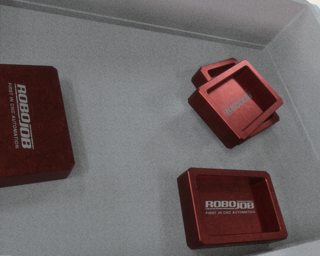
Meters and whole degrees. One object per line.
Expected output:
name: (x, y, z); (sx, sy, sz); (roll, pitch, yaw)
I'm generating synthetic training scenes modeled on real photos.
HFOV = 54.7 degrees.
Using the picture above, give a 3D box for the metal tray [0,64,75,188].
metal tray: (-0.148, -0.007, 0.327); (0.091, 0.030, 0.130); (-4, 64, -30)

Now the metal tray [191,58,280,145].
metal tray: (0.121, -0.046, 0.495); (0.091, 0.030, 0.130); (-23, 74, -36)

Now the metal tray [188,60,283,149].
metal tray: (0.112, -0.039, 0.446); (0.131, 0.030, 0.090); (-34, 81, -38)

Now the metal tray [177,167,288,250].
metal tray: (0.091, 0.099, 0.390); (0.131, 0.030, 0.090); (6, 59, -25)
